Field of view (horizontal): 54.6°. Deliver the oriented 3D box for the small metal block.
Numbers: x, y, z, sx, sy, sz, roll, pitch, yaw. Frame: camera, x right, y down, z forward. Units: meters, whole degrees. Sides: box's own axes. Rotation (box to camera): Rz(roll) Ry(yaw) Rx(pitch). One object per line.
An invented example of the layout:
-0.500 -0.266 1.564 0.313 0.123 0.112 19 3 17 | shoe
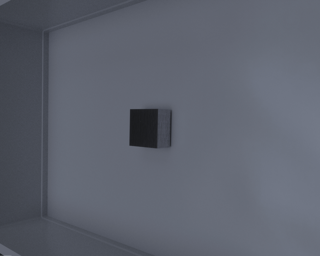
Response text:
-0.014 0.000 0.415 0.050 0.025 0.050 2 92 40 | small metal block
